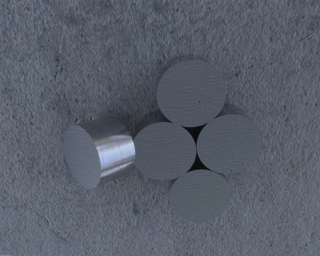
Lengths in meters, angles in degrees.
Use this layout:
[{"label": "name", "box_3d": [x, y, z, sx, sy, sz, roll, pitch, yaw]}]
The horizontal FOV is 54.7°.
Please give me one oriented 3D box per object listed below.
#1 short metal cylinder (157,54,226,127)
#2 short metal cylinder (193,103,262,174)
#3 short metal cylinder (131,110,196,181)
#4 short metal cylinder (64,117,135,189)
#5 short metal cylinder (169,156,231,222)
[{"label": "short metal cylinder", "box_3d": [0.036, -0.047, 0.380, 0.081, 0.050, 0.079, 0, 110, 0]}, {"label": "short metal cylinder", "box_3d": [0.085, 0.012, 0.403, 0.081, 0.050, 0.079, 0, 110, 0]}, {"label": "short metal cylinder", "box_3d": [0.005, 0.021, 0.405, 0.081, 0.050, 0.079, 0, 110, 0]}, {"label": "short metal cylinder", "box_3d": [-0.076, 0.029, 0.386, 0.080, 0.050, 0.079, 17, 115, 41]}, {"label": "short metal cylinder", "box_3d": [0.053, 0.081, 0.428, 0.081, 0.050, 0.079, 0, 110, 0]}]
